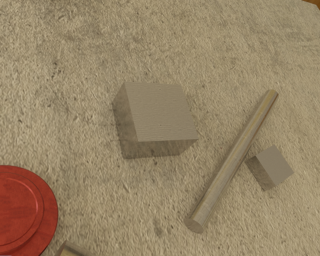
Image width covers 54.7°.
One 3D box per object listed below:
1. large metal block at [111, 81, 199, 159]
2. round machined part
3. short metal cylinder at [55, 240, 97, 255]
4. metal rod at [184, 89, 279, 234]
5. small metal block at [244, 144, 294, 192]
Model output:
[{"bbox_3d":[-0.008,-0.009,0.390,0.081,0.050,0.080,-1,62,-29],"label":"large metal block"},{"bbox_3d":[-0.140,0.078,0.271,0.099,0.042,0.098,14,56,-21],"label":"round machined part"},{"bbox_3d":[-0.074,0.138,0.245,0.050,0.080,0.080,32,51,-8],"label":"short metal cylinder"},{"bbox_3d":[0.118,0.028,0.452,0.025,0.025,0.301,43,51,0],"label":"metal rod"},{"bbox_3d":[0.162,0.058,0.458,0.050,0.025,0.050,-21,73,-36],"label":"small metal block"}]
